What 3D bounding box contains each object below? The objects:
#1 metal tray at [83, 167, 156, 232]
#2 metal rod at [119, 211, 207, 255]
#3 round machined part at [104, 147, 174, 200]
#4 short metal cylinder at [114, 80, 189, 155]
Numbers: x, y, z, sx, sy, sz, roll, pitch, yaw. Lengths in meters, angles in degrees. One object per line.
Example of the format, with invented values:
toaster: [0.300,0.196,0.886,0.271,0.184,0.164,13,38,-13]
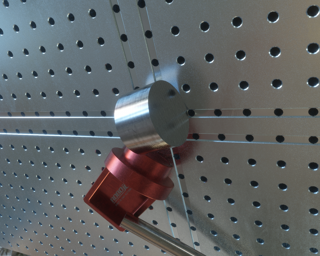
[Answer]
metal tray: [-0.063,0.107,0.507,0.090,0.030,0.129,39,129,1]
metal rod: [0.074,0.215,0.484,0.301,0.025,0.025,29,128,1]
round machined part: [-0.022,0.052,0.419,0.098,0.098,0.042,32,94,7]
short metal cylinder: [-0.008,-0.012,0.373,0.050,0.080,0.080,-16,110,34]
